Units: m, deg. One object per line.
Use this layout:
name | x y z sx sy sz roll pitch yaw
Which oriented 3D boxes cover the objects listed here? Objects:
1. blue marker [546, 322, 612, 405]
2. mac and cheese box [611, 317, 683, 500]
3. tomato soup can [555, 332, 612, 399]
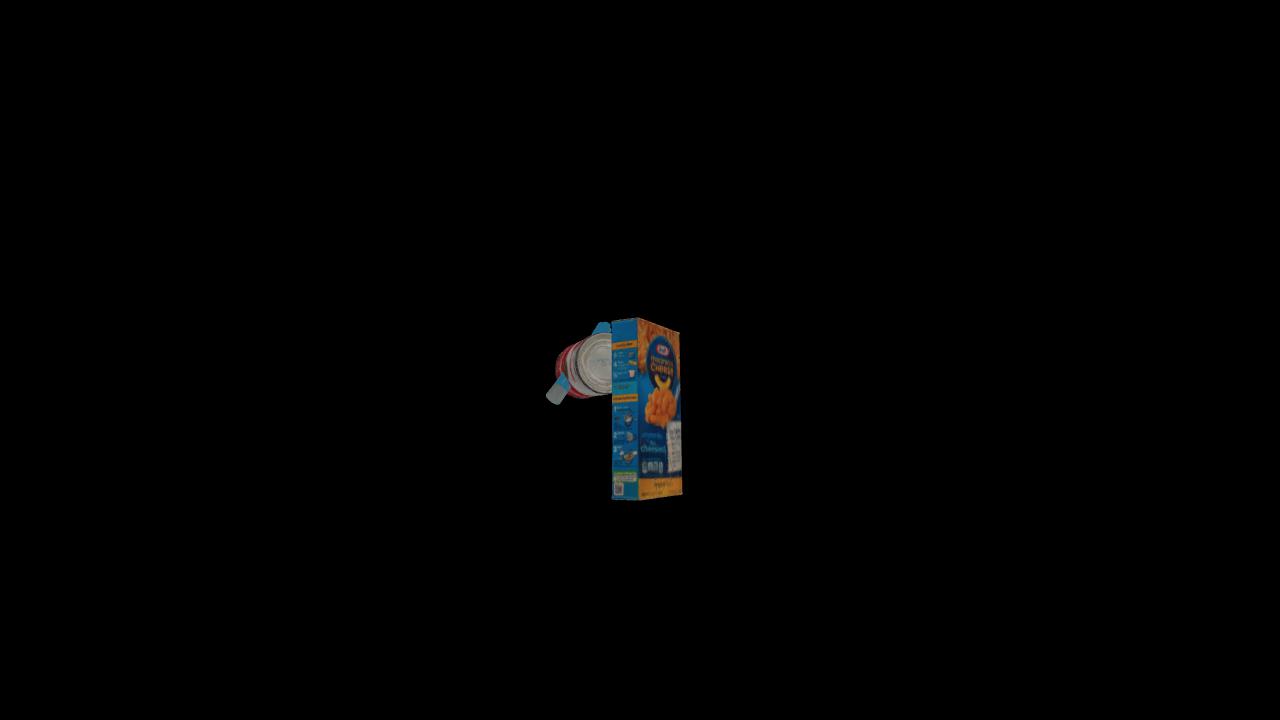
blue marker | -0.068 0.000 0.709 0.020 0.121 0.020 24 -31 16
mac and cheese box | 0.008 0.054 0.658 0.041 0.184 0.093 -6 -11 32
tomato soup can | -0.052 0.008 0.691 0.068 0.068 0.101 0 -5 -20
